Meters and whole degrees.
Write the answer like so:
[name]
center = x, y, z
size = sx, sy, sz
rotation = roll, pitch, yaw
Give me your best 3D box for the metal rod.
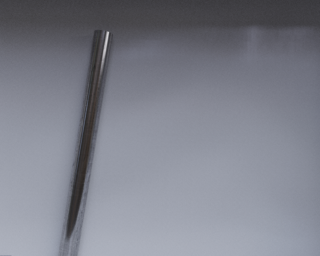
[metal rod]
center = -0.098, 0.022, 0.410
size = 0.025, 0.025, 0.298
rotation = 9, 90, -1
